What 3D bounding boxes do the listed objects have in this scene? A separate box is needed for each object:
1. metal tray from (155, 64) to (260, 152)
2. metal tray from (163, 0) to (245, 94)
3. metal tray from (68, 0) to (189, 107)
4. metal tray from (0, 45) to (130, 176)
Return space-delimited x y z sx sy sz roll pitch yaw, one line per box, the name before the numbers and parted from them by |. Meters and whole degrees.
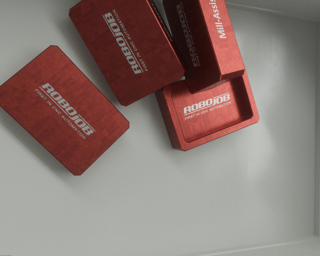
metal tray | 0.068 -0.031 0.432 0.131 0.030 0.090 -20 97 -19
metal tray | 0.047 -0.112 0.364 0.030 0.090 0.129 -17 90 -17
metal tray | -0.036 -0.102 0.368 0.090 0.030 0.130 -26 101 20
metal tray | -0.112 -0.019 0.366 0.090 0.030 0.130 -46 104 -14
